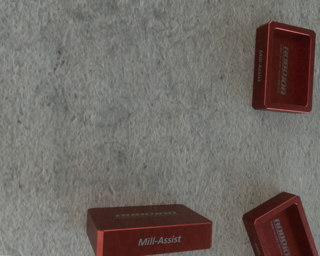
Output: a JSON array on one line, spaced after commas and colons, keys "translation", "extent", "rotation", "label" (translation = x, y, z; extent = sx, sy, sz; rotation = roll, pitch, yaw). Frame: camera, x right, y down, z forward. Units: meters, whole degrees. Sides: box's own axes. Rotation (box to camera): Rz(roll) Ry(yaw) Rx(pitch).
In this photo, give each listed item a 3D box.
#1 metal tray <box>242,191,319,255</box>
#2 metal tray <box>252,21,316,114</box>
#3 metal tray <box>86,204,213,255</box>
[{"translation": [0.190, 0.176, 0.478], "extent": [0.091, 0.030, 0.129], "rotation": [-23, 98, -19], "label": "metal tray"}, {"translation": [0.192, -0.090, 0.479], "extent": [0.091, 0.030, 0.129], "rotation": [4, 89, -20], "label": "metal tray"}, {"translation": [-0.015, 0.119, 0.369], "extent": [0.131, 0.090, 0.030], "rotation": [3, 89, -20], "label": "metal tray"}]
